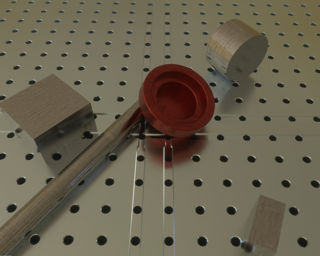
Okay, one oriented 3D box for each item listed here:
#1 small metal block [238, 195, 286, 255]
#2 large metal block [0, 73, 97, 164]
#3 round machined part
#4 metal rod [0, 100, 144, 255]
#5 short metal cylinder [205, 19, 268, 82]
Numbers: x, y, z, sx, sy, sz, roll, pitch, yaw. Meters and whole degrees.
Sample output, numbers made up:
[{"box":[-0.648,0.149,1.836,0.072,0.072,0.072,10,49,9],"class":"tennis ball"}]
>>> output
[{"box":[0.100,0.103,0.306,0.025,0.050,0.050,19,53,15],"class":"small metal block"},{"box":[-0.143,-0.015,0.402,0.080,0.050,0.080,36,58,26],"class":"large metal block"},{"box":[0.019,-0.032,0.409,0.099,0.042,0.098,9,63,-17],"class":"round machined part"},{"box":[-0.087,0.039,0.373,0.025,0.025,0.301,29,55,22],"class":"metal rod"},{"box":[0.116,-0.117,0.472,0.081,0.080,0.050,-26,55,-21],"class":"short metal cylinder"}]
